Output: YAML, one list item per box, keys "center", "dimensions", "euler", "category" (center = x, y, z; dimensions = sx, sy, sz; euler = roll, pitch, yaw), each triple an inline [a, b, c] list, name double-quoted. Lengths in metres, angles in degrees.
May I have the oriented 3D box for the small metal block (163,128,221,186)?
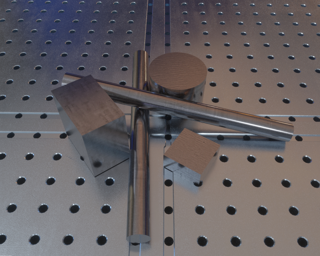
- center: [0.039, 0.034, 0.380]
  dimensions: [0.050, 0.025, 0.050]
  euler: [27, 55, 20]
  category: "small metal block"

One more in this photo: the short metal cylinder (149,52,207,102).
- center: [0.025, -0.064, 0.445]
  dimensions: [0.081, 0.050, 0.080]
  euler: [0, 50, 0]
  category: "short metal cylinder"

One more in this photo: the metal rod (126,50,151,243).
- center: [-0.026, -0.002, 0.409]
  dimensions: [0.025, 0.025, 0.300]
  euler: [-1, 50, -1]
  category: "metal rod"

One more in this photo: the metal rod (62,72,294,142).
- center: [0.023, -0.027, 0.406]
  dimensions: [0.302, 0.025, 0.025]
  euler: [13, 51, 0]
  category: "metal rod"

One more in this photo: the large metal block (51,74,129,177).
- center: [-0.081, -0.003, 0.372]
  dimensions: [0.050, 0.080, 0.080]
  euler: [-28, 56, -22]
  category: "large metal block"
